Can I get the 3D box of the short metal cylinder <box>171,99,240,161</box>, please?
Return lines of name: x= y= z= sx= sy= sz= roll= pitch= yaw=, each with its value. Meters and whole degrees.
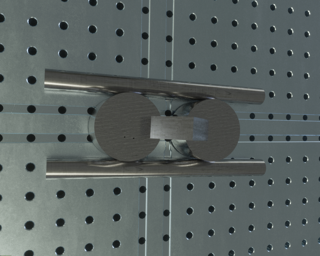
short metal cylinder: x=0.059 y=0.003 z=0.418 sx=0.081 sy=0.050 sz=0.079 roll=0 pitch=90 yaw=-20

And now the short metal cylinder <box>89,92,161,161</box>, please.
short metal cylinder: x=-0.043 y=-0.001 z=0.380 sx=0.081 sy=0.050 sz=0.079 roll=0 pitch=90 yaw=-20

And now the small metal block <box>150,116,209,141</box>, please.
small metal block: x=0.024 y=0.001 z=0.355 sx=0.050 sy=0.050 sz=0.025 roll=6 pitch=86 yaw=-63

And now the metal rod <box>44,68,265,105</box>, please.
metal rod: x=0.008 y=-0.052 z=0.412 sx=0.302 sy=0.025 sz=0.025 roll=2 pitch=90 yaw=-20

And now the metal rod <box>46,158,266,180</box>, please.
metal rod: x=0.009 y=0.053 z=0.413 sx=0.302 sy=0.025 sz=0.025 roll=2 pitch=89 yaw=-20
